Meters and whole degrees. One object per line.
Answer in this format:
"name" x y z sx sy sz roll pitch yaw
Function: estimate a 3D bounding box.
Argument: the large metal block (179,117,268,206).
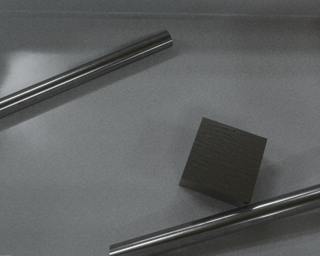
"large metal block" 0.076 0.043 0.382 0.080 0.050 0.080 19 71 6

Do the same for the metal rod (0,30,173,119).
"metal rod" -0.122 -0.069 0.433 0.302 0.025 0.025 -25 72 -9

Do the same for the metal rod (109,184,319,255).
"metal rod" 0.091 0.104 0.354 0.302 0.025 0.025 -17 71 1
